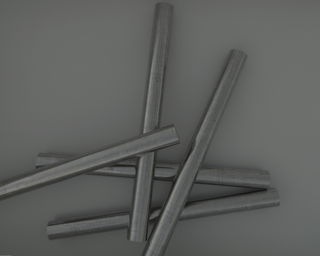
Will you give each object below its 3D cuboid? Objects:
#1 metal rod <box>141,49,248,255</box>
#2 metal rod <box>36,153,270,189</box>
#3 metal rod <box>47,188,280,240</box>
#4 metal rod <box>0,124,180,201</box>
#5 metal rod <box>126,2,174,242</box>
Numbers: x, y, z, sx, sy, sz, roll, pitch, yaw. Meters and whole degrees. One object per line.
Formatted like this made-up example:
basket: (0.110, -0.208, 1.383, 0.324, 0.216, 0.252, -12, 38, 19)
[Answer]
metal rod: (0.043, 0.037, 0.391, 0.025, 0.025, 0.299, 24, 82, -1)
metal rod: (-0.008, 0.057, 0.410, 0.302, 0.025, 0.025, 5, 90, -1)
metal rod: (0.005, 0.113, 0.410, 0.302, 0.025, 0.025, -8, 90, -1)
metal rod: (-0.122, 0.053, 0.383, 0.301, 0.025, 0.025, -18, 90, 5)
metal rod: (-0.011, -0.013, 0.393, 0.025, 0.025, 0.298, 7, 84, -1)
